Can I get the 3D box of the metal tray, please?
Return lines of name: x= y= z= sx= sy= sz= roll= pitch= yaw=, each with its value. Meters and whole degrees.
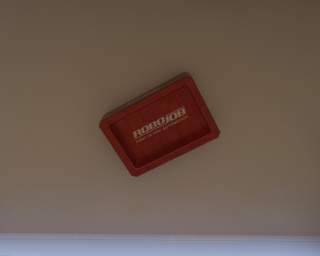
metal tray: x=0.000 y=-0.003 z=0.404 sx=0.130 sy=0.030 sz=0.090 roll=-27 pitch=108 yaw=9
